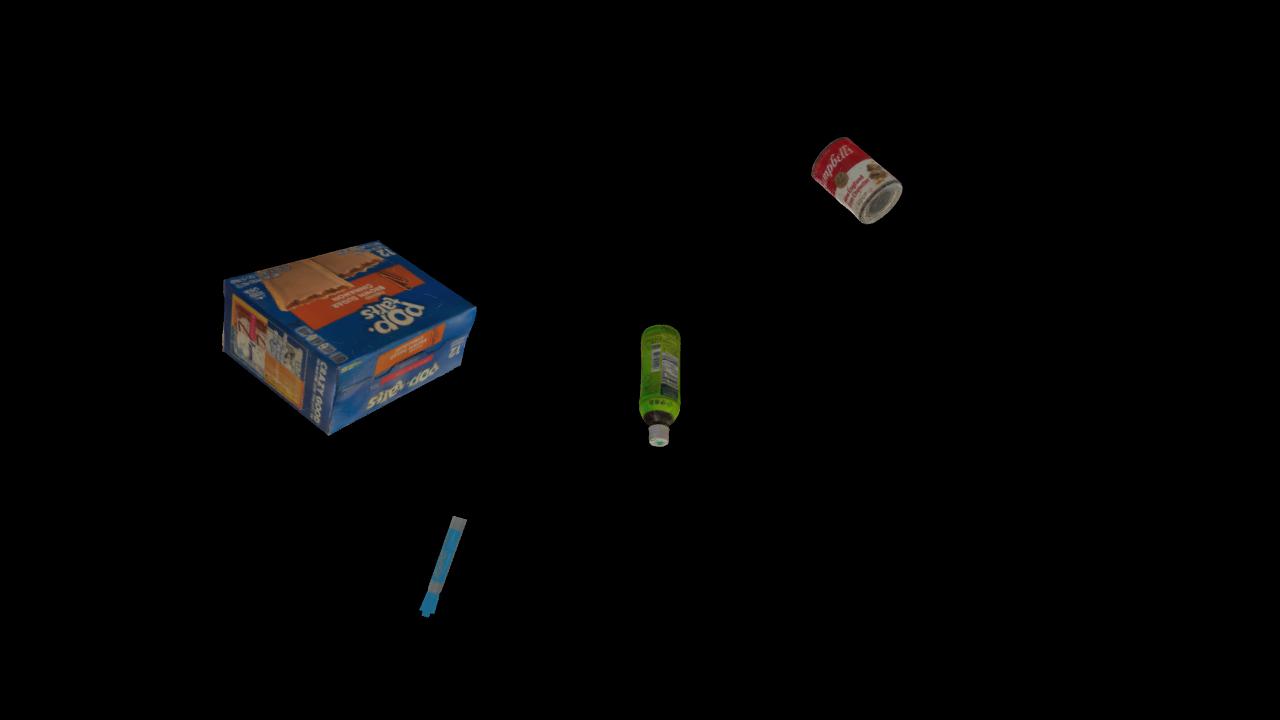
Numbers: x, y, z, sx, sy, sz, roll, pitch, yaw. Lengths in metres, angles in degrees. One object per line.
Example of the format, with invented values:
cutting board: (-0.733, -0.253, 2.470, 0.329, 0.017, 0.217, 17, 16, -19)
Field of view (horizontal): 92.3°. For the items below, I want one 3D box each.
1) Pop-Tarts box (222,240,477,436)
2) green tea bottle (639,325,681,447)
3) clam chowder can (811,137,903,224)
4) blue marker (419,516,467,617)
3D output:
Pop-Tarts box: (-0.271, -0.031, 0.589, 0.141, 0.083, 0.167, 34, 34, 13)
green tea bottle: (0.032, 0.041, 1.009, 0.073, 0.212, 0.073, 3, -37, 2)
clam chowder can: (0.285, -0.236, 0.811, 0.068, 0.102, 0.068, -26, -29, -16)
blue marker: (-0.245, 0.256, 0.764, 0.020, 0.121, 0.020, 15, -18, 5)
